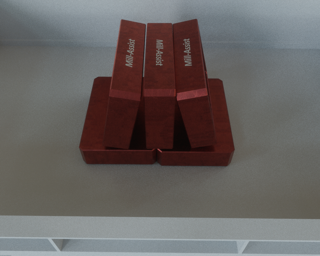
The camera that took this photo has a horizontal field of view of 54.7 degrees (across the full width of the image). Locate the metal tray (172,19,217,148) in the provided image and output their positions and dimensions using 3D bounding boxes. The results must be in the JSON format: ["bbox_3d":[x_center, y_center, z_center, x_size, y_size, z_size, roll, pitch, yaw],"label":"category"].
[{"bbox_3d":[0.040,-0.053,0.364,0.030,0.090,0.130,-9,49,11],"label":"metal tray"}]

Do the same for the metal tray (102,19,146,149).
[{"bbox_3d":[-0.041,-0.052,0.362,0.030,0.089,0.130,8,49,-10],"label":"metal tray"}]

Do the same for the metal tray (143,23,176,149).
[{"bbox_3d":[0.000,-0.051,0.363,0.030,0.089,0.130,0,48,0],"label":"metal tray"}]

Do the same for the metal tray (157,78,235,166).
[{"bbox_3d":[0.043,-0.012,0.410,0.091,0.030,0.130,1,50,0],"label":"metal tray"}]

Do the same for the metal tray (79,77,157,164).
[{"bbox_3d":[-0.049,-0.014,0.410,0.091,0.030,0.130,1,50,0],"label":"metal tray"}]
